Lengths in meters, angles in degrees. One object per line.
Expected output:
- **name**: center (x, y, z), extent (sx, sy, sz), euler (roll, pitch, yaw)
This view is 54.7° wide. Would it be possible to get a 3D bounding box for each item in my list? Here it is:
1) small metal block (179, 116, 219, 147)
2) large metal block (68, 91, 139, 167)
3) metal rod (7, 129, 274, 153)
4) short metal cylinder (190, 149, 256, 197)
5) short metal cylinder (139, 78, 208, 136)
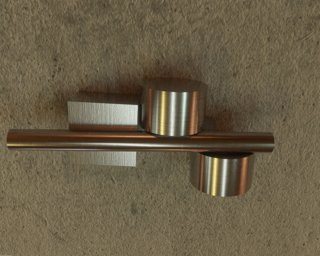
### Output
- **small metal block**: center (0.045, 0.004, 0.399), extent (0.050, 0.050, 0.025), euler (1, 110, -1)
- **large metal block**: center (-0.068, 0.000, 0.393), extent (0.081, 0.050, 0.079), euler (3, 110, -2)
- **metal rod**: center (-0.020, 0.015, 0.362), extent (0.302, 0.025, 0.025), euler (1, 110, -2)
- **short metal cylinder**: center (0.079, 0.045, 0.399), extent (0.081, 0.080, 0.050), euler (0, 110, -1)
- **short metal cylinder**: center (0.015, -0.028, 0.372), extent (0.081, 0.080, 0.050), euler (2, 110, -1)
